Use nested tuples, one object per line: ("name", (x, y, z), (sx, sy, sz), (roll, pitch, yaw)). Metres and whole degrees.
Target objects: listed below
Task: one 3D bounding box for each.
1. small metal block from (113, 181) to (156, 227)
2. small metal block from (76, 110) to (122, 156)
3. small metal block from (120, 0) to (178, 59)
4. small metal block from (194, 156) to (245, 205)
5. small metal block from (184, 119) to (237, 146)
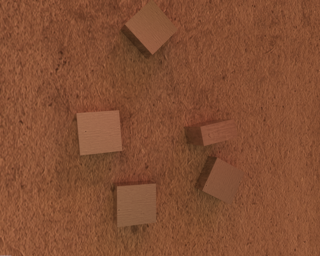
("small metal block", (-0.033, 0.096, 0.397), (0.050, 0.025, 0.050), (0, 90, -20))
("small metal block", (-0.076, 0.005, 0.381), (0.050, 0.025, 0.050), (-5, 92, -20))
("small metal block", (-0.014, -0.128, 0.403), (0.050, 0.025, 0.050), (46, 76, -14))
("small metal block", (0.085, 0.074, 0.440), (0.050, 0.025, 0.050), (29, 81, -18))
("small metal block", (0.068, 0.005, 0.421), (0.050, 0.050, 0.025), (-13, 95, -20))
